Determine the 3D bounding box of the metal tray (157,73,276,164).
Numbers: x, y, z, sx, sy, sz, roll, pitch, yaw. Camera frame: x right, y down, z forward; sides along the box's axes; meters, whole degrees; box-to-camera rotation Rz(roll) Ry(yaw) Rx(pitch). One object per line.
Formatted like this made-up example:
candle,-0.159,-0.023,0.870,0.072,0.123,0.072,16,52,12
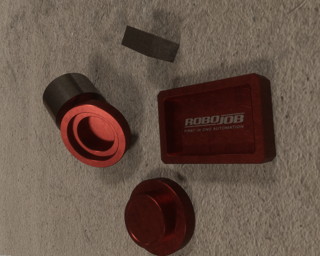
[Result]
metal tray,0.058,-0.005,0.352,0.130,0.030,0.089,-6,86,39

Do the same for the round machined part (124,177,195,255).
round machined part,-0.007,0.115,0.398,0.098,0.042,0.097,0,90,39

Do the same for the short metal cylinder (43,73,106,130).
short metal cylinder,-0.129,-0.037,0.472,0.050,0.081,0.080,49,119,31

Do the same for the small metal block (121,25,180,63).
small metal block,-0.012,-0.107,0.397,0.050,0.050,0.025,32,110,35

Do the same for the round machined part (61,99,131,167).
round machined part,-0.087,0.004,0.444,0.098,0.042,0.097,6,117,13
